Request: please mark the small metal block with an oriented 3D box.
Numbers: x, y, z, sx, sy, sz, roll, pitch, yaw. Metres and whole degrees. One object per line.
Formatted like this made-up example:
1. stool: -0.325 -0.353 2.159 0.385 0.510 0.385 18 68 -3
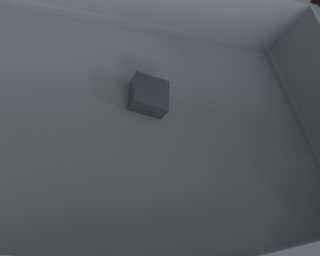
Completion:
1. small metal block: -0.015 -0.045 0.424 0.050 0.025 0.050 14 56 -20
